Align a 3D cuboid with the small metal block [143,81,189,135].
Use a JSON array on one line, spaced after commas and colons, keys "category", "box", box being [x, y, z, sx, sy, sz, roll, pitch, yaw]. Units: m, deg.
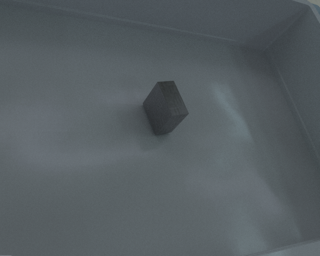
[{"category": "small metal block", "box": [0.006, -0.026, 0.404, 0.025, 0.050, 0.050, -9, 66, -32]}]
